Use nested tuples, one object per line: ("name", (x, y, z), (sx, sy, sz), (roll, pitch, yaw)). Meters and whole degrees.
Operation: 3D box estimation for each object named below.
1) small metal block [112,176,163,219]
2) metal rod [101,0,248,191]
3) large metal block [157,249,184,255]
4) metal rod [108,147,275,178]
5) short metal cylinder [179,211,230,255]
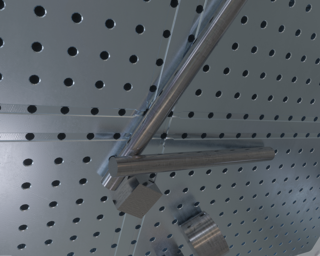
("small metal block", (-0.033, 0.101, 0.456), (0.050, 0.025, 0.050), (-50, 129, 7))
("metal rod", (0.014, -0.043, 0.392), (0.025, 0.025, 0.299), (26, 104, -37))
("large metal block", (0.026, 0.288, 0.569), (0.050, 0.080, 0.079), (-3, 120, -27))
("metal rod", (0.067, 0.046, 0.457), (0.302, 0.025, 0.025), (0, 119, -35))
("short metal cylinder", (0.075, 0.192, 0.536), (0.050, 0.080, 0.080), (-29, 128, -10))
